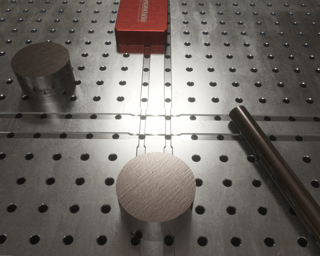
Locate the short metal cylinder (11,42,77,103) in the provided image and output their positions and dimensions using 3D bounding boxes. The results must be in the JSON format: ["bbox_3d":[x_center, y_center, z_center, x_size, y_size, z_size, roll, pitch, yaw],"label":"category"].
[{"bbox_3d":[-0.170,-0.083,0.459,0.081,0.050,0.080,0,50,0],"label":"short metal cylinder"}]

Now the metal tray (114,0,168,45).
[{"bbox_3d":[-0.031,-0.205,0.576,0.091,0.030,0.130,1,50,0],"label":"metal tray"}]

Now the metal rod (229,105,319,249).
[{"bbox_3d":[0.158,0.086,0.337,0.025,0.025,0.300,-16,52,-13],"label":"metal rod"}]

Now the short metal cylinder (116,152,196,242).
[{"bbox_3d":[-0.004,0.072,0.330,0.081,0.050,0.080,0,50,0],"label":"short metal cylinder"}]
